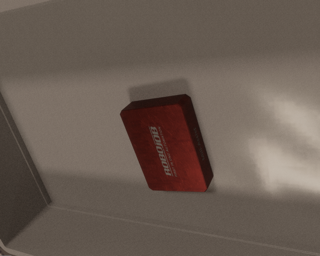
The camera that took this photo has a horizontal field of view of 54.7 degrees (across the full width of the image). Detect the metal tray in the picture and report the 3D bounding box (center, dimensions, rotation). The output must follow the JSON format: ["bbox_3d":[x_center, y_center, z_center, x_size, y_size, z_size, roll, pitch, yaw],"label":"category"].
[{"bbox_3d":[0.011,0.024,0.414,0.090,0.030,0.129,-5,116,30],"label":"metal tray"}]
